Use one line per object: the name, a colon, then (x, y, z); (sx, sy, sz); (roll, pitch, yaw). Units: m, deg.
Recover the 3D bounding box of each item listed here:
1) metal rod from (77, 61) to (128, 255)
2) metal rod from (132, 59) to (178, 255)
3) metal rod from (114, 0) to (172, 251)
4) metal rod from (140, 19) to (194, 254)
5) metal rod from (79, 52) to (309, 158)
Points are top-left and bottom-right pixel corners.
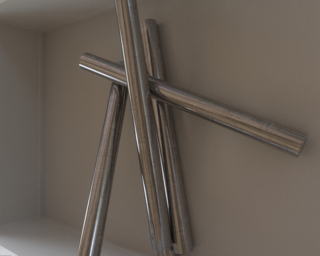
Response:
metal rod: (-0.067, 0.044, 0.384); (0.025, 0.025, 0.299); (-17, 56, 38)
metal rod: (-0.014, 0.022, 0.416); (0.025, 0.025, 0.298); (-16, 80, 38)
metal rod: (-0.019, -0.004, 0.363); (0.025, 0.025, 0.298); (-5, 96, 39)
metal rod: (0.006, 0.005, 0.399); (0.025, 0.025, 0.298); (-15, 81, 39)
metal rod: (0.016, -0.038, 0.365); (0.300, 0.025, 0.025); (25, 106, 28)
